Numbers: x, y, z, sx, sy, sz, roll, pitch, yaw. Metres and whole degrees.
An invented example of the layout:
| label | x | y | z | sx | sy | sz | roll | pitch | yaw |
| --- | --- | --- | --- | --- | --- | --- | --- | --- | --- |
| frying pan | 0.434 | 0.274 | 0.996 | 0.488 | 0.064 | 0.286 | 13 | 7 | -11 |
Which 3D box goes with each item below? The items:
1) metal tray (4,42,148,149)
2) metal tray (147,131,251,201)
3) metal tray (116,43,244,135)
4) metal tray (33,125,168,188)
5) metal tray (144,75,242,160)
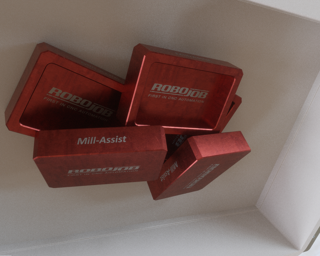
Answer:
| label | x | y | z | sx | sy | sz | roll | pitch | yaw |
| --- | --- | --- | --- | --- | --- | --- | --- | --- | --- |
| metal tray | -0.086 | -0.024 | 0.341 | 0.131 | 0.030 | 0.090 | 21 | 107 | -37 |
| metal tray | 0.049 | 0.054 | 0.424 | 0.091 | 0.030 | 0.129 | -5 | 150 | -33 |
| metal tray | 0.024 | -0.038 | 0.355 | 0.131 | 0.030 | 0.089 | 3 | 117 | -31 |
| metal tray | -0.063 | 0.034 | 0.347 | 0.131 | 0.030 | 0.090 | -3 | 151 | -10 |
| metal tray | 0.042 | -0.006 | 0.425 | 0.091 | 0.030 | 0.129 | 21 | 107 | -37 |
